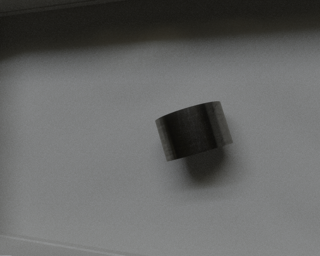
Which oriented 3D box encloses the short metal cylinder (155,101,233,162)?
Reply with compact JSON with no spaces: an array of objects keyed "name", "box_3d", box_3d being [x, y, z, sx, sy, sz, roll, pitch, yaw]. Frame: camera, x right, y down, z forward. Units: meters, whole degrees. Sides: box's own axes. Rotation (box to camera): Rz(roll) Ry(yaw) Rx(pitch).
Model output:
[{"name":"short metal cylinder","box_3d":[0.040,0.005,0.367,0.080,0.080,0.050,-18,84,19]}]
